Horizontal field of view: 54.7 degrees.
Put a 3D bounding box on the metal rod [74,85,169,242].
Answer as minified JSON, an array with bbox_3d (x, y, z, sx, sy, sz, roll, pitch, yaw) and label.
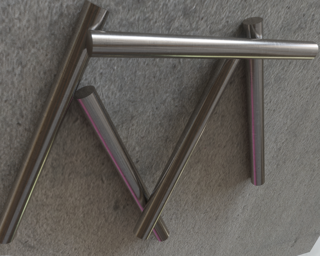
[{"bbox_3d":[-0.039,0.070,0.430,0.025,0.025,0.299,-29,129,-10],"label":"metal rod"}]

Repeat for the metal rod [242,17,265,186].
[{"bbox_3d":[0.148,-0.019,0.478,0.025,0.025,0.298,-25,128,-13],"label":"metal rod"}]

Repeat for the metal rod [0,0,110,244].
[{"bbox_3d":[-0.127,0.008,0.342,0.025,0.025,0.298,16,110,-35],"label":"metal rod"}]

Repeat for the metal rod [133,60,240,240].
[{"bbox_3d":[0.037,0.022,0.422,0.025,0.025,0.298,19,103,-36],"label":"metal rod"}]

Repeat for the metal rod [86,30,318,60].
[{"bbox_3d":[0.069,-0.092,0.355,0.303,0.025,0.025,-6,121,-26],"label":"metal rod"}]
